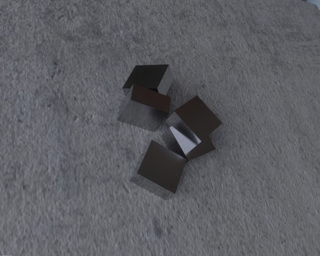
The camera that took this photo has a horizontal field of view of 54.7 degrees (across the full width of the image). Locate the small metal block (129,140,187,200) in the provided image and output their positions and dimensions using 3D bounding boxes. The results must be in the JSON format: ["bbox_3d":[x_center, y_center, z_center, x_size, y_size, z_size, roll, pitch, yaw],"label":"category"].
[{"bbox_3d":[-0.002,0.050,0.374,0.050,0.025,0.050,30,52,-9],"label":"small metal block"}]

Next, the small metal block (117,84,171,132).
[{"bbox_3d":[-0.021,-0.024,0.393,0.050,0.050,0.025,18,55,-18],"label":"small metal block"}]

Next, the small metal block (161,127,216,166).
[{"bbox_3d":[0.038,0.020,0.414,0.050,0.025,0.050,-19,72,-35],"label":"small metal block"}]

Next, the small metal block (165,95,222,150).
[{"bbox_3d":[0.044,-0.008,0.402,0.050,0.025,0.050,49,51,6],"label":"small metal block"}]

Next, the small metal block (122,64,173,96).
[{"bbox_3d":[-0.015,-0.060,0.416,0.050,0.025,0.050,3,48,23],"label":"small metal block"}]
